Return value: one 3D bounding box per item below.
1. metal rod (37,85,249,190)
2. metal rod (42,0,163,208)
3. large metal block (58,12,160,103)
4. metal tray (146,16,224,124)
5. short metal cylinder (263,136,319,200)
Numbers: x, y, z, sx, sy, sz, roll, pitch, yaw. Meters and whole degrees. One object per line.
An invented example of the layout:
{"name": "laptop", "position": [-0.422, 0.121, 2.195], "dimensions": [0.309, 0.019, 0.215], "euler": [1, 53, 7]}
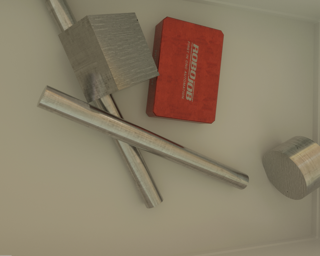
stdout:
{"name": "metal rod", "position": [-0.001, 0.023, 0.390], "dimensions": [0.302, 0.025, 0.025], "euler": [25, 82, -27]}
{"name": "metal rod", "position": [-0.070, -0.034, 0.385], "dimensions": [0.025, 0.025, 0.299], "euler": [-28, 100, -18]}
{"name": "large metal block", "position": [-0.055, -0.083, 0.358], "dimensions": [0.080, 0.050, 0.080], "euler": [-32, 103, -52]}
{"name": "metal tray", "position": [0.035, -0.075, 0.422], "dimensions": [0.091, 0.030, 0.129], "euler": [7, 88, -20]}
{"name": "short metal cylinder", "position": [0.201, 0.058, 0.458], "dimensions": [0.050, 0.080, 0.080], "euler": [-26, 99, -18]}
